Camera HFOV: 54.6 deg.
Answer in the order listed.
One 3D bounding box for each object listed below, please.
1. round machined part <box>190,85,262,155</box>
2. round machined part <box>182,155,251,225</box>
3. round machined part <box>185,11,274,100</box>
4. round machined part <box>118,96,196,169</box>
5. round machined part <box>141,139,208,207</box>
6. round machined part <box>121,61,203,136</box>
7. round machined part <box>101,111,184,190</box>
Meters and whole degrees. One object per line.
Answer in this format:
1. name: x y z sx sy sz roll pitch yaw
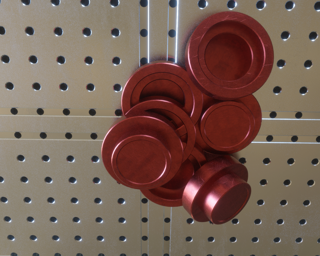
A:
1. round machined part: 0.083 -0.008 0.401 0.099 0.042 0.097 0 110 0
2. round machined part: 0.081 0.088 0.411 0.099 0.042 0.097 -20 130 -26
3. round machined part: 0.077 -0.081 0.363 0.099 0.042 0.097 0 89 -7
4. round machined part: -0.004 0.005 0.406 0.099 0.042 0.097 0 110 0
5. round machined part: 0.017 0.055 0.425 0.099 0.042 0.097 0 110 0
6. round machined part: 0.003 -0.036 0.391 0.099 0.042 0.097 0 110 0
7. round machined part: -0.021 0.032 0.371 0.099 0.042 0.097 0 110 0
